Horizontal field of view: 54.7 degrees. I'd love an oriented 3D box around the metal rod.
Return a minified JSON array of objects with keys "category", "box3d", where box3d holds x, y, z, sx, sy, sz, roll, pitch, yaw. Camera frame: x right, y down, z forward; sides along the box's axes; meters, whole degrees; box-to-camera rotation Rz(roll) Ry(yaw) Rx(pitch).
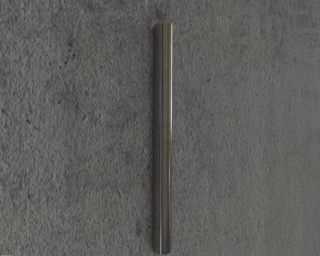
[{"category":"metal rod","box3d":[0.004,0.014,0.411,0.025,0.025,0.298,0,90,-40]}]
